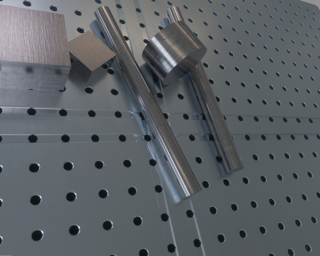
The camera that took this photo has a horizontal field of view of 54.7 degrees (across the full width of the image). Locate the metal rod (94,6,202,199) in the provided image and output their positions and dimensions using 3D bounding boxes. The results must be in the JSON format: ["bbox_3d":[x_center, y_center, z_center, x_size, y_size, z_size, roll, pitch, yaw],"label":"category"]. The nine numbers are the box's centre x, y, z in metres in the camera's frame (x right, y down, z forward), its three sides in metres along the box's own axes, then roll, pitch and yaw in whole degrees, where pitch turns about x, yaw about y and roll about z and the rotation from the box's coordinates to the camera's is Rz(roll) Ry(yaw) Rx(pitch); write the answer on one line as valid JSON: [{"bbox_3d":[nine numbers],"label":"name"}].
[{"bbox_3d":[-0.024,-0.047,0.423,0.025,0.025,0.299,-15,69,-34],"label":"metal rod"}]

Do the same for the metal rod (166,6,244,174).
[{"bbox_3d":[0.064,-0.073,0.486,0.025,0.025,0.299,-3,63,-30],"label":"metal rod"}]

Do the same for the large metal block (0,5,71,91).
[{"bbox_3d":[-0.155,-0.093,0.365,0.081,0.050,0.080,-1,62,-29],"label":"large metal block"}]

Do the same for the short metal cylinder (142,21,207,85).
[{"bbox_3d":[0.021,-0.108,0.450,0.081,0.080,0.050,-32,80,-38],"label":"short metal cylinder"}]

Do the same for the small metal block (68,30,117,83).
[{"bbox_3d":[-0.096,-0.096,0.415,0.050,0.025,0.050,42,51,0],"label":"small metal block"}]
